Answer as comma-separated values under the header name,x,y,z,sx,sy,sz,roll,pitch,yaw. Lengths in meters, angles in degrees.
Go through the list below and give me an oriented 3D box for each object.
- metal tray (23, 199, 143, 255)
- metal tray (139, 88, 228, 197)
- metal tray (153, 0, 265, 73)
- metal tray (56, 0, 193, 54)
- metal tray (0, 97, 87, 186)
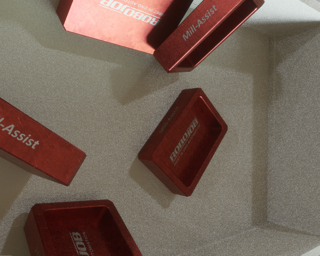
name,x,y,z,sx,sy,sz,roll,pitch,yaw
metal tray,-0.064,0.125,0.289,0.091,0.130,0.030,7,119,-40
metal tray,0.038,0.018,0.437,0.090,0.030,0.130,50,61,-29
metal tray,0.061,-0.122,0.376,0.030,0.130,0.090,52,25,7
metal tray,-0.034,-0.137,0.340,0.131,0.030,0.089,5,132,-40
metal tray,-0.135,0.000,0.251,0.130,0.090,0.030,41,65,-33
